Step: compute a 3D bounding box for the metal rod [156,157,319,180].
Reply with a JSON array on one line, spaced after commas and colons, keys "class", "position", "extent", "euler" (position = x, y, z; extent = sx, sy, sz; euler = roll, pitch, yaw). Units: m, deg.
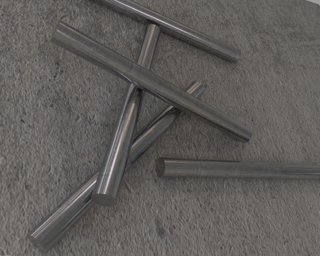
[{"class": "metal rod", "position": [0.136, 0.060, 0.439], "extent": [0.302, 0.025, 0.025], "euler": [5, 60, -26]}]

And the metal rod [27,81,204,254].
[{"class": "metal rod", "position": [-0.028, 0.023, 0.374], "extent": [0.025, 0.025, 0.302], "euler": [44, 51, 2]}]

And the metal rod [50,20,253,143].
[{"class": "metal rod", "position": [0.011, -0.045, 0.394], "extent": [0.302, 0.025, 0.025], "euler": [25, 52, -29]}]

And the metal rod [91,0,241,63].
[{"class": "metal rod", "position": [0.001, -0.174, 0.510], "extent": [0.302, 0.025, 0.025], "euler": [19, 55, -17]}]

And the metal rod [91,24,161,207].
[{"class": "metal rod", "position": [-0.032, -0.042, 0.392], "extent": [0.025, 0.025, 0.300], "euler": [23, 47, -14]}]
